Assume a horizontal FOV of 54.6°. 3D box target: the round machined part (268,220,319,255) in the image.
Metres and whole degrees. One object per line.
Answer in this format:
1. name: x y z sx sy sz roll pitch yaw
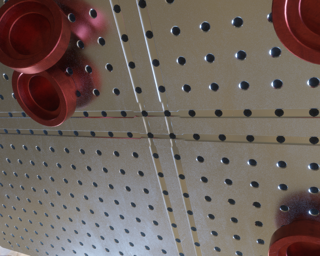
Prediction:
1. round machined part: 0.193 0.157 0.396 0.098 0.042 0.097 13 124 21

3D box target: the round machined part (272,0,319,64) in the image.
1. round machined part: 0.147 -0.106 0.257 0.098 0.042 0.097 13 124 21

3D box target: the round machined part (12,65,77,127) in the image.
1. round machined part: -0.162 -0.054 0.453 0.098 0.042 0.097 13 124 21

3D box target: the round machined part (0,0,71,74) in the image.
1. round machined part: -0.158 -0.115 0.392 0.098 0.042 0.098 -2 80 10
